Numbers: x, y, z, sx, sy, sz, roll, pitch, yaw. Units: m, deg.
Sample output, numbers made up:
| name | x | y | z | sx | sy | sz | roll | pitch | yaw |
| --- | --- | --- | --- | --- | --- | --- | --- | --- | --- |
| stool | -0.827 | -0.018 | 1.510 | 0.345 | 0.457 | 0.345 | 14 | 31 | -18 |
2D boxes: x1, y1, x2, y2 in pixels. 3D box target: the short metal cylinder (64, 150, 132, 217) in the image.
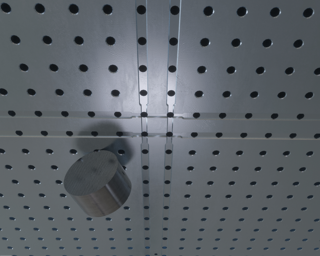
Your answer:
| name | x | y | z | sx | sy | sz | roll | pitch | yaw |
| --- | --- | --- | --- | --- | --- | --- | --- | --- | --- |
| short metal cylinder | -0.087 | 0.078 | 0.441 | 0.080 | 0.080 | 0.050 | -14 | 129 | 11 |
